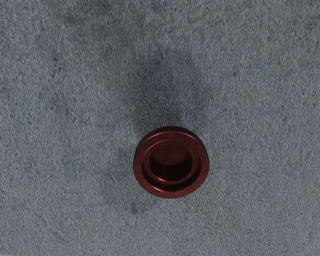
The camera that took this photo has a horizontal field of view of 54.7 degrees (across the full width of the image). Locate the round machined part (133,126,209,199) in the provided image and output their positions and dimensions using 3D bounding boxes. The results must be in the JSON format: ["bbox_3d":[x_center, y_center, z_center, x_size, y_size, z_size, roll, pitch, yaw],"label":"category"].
[{"bbox_3d":[0.014,0.042,0.418,0.099,0.042,0.097,0,110,-1],"label":"round machined part"}]
